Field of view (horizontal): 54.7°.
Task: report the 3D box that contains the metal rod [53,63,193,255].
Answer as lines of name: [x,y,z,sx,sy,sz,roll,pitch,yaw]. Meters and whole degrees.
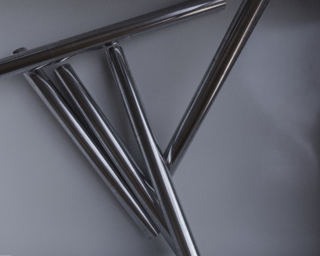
metal rod: [-0.045,0.045,0.401,0.025,0.025,0.299,-35,87,0]

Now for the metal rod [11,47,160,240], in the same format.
metal rod: [-0.096,0.021,0.410,0.025,0.025,0.299,-37,90,0]

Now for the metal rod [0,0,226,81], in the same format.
metal rod: [-0.059,-0.120,0.396,0.302,0.025,0.025,-20,90,-6]

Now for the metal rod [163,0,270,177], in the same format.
metal rod: [0.059,-0.049,0.357,0.025,0.025,0.298,26,112,-1]

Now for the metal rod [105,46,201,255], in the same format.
metal rod: [-0.009,0.035,0.382,0.025,0.025,0.299,-21,79,0]
